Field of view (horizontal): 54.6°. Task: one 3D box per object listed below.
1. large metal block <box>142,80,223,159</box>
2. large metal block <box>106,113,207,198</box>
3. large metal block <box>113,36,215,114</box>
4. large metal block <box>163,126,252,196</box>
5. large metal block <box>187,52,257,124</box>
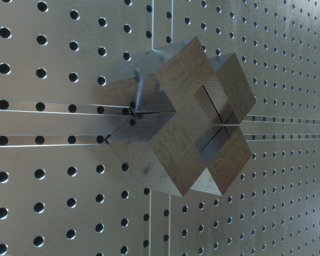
[{"bbox_3d":[0.027,-0.011,0.413,0.080,0.050,0.080,-45,116,-28],"label":"large metal block"},{"bbox_3d":[-0.004,0.030,0.368,0.050,0.080,0.080,-46,118,-30],"label":"large metal block"},{"bbox_3d":[0.005,-0.062,0.376,0.080,0.080,0.050,-46,118,-30],"label":"large metal block"},{"bbox_3d":[0.066,0.041,0.429,0.080,0.080,0.050,-44,117,-31],"label":"large metal block"},{"bbox_3d":[0.075,-0.052,0.435,0.050,0.080,0.080,-46,118,-30],"label":"large metal block"}]
